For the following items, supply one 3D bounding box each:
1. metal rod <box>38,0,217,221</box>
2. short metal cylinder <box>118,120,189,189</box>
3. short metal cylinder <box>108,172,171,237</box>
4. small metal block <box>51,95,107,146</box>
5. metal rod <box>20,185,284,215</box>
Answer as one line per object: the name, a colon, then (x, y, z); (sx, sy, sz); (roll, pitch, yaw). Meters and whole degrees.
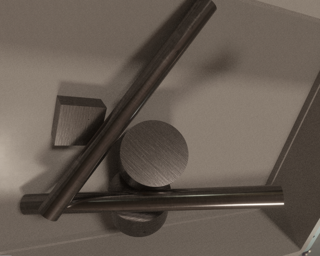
metal rod: (-0.036, -0.023, 0.350); (0.025, 0.025, 0.299); (38, 89, -39)
short metal cylinder: (-0.010, 0.036, 0.383); (0.081, 0.080, 0.050); (-20, 166, -17)
short metal cylinder: (-0.027, 0.097, 0.412); (0.081, 0.080, 0.050); (-18, 144, -19)
small metal block: (-0.093, -0.008, 0.354); (0.050, 0.025, 0.050); (2, 117, -30)
metal rod: (-0.015, 0.085, 0.361); (0.302, 0.025, 0.025); (-4, 125, 7)
